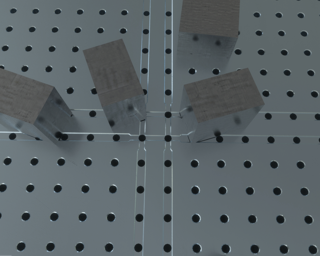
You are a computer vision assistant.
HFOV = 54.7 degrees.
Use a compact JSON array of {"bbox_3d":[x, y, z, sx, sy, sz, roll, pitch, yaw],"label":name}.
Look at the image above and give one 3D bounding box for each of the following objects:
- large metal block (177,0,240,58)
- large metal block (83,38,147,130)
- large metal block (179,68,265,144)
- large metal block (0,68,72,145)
[{"bbox_3d":[0.071,-0.155,0.456,0.080,0.050,0.080,7,70,2],"label":"large metal block"},{"bbox_3d":[-0.056,-0.053,0.401,0.050,0.080,0.080,-19,72,-7],"label":"large metal block"},{"bbox_3d":[0.073,-0.025,0.393,0.081,0.080,0.050,-16,71,-6],"label":"large metal block"},{"bbox_3d":[-0.168,-0.025,0.390,0.080,0.080,0.050,19,71,6],"label":"large metal block"}]
